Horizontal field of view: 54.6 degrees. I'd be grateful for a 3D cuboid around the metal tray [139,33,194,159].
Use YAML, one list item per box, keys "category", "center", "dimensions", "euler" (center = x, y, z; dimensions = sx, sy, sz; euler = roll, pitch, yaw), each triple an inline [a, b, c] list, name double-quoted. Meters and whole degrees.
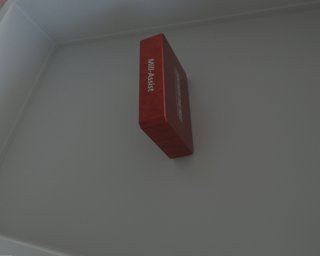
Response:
- category: "metal tray"
  center: [0.008, -0.039, 0.381]
  dimensions: [0.030, 0.090, 0.130]
  euler: [-14, 56, 19]
